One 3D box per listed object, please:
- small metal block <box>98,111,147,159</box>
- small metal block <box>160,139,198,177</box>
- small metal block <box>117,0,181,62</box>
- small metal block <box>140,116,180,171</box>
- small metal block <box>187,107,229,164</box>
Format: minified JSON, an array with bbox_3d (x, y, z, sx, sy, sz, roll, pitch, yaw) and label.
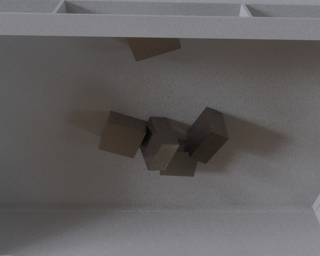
[{"bbox_3d":[-0.051,0.010,0.417,0.050,0.025,0.050,17,128,-14],"label":"small metal block"},{"bbox_3d":[0.027,0.043,0.447,0.050,0.025,0.050,4,130,-4],"label":"small metal block"},{"bbox_3d":[-0.010,-0.103,0.321,0.050,0.025,0.050,-14,129,11],"label":"small metal block"},{"bbox_3d":[-0.003,0.021,0.407,0.025,0.050,0.050,3,133,-27],"label":"small metal block"},{"bbox_3d":[0.060,0.009,0.402,0.025,0.050,0.050,22,127,-18],"label":"small metal block"}]
